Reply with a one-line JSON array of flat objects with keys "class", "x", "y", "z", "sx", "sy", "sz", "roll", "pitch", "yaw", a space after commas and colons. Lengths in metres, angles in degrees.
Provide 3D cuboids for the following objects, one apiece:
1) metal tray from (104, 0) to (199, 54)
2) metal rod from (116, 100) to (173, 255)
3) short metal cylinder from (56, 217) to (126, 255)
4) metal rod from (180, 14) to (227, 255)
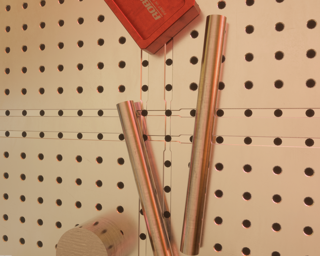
[{"class": "metal tray", "x": -0.021, "y": -0.177, "z": 0.416, "sx": 0.090, "sy": 0.030, "sz": 0.130, "roll": -39, "pitch": 78, "yaw": 15}, {"class": "metal rod", "x": -0.011, "y": 0.109, "z": 0.415, "sx": 0.025, "sy": 0.025, "sz": 0.298, "roll": -16, "pitch": 85, "yaw": 19}, {"class": "short metal cylinder", "x": -0.095, "y": 0.171, "z": 0.432, "sx": 0.080, "sy": 0.050, "sz": 0.079, "roll": 0, "pitch": 90, "yaw": 19}, {"class": "metal rod", "x": 0.054, "y": 0.010, "z": 0.392, "sx": 0.025, "sy": 0.025, "sz": 0.298, "roll": 7, "pitch": 92, "yaw": 19}]
